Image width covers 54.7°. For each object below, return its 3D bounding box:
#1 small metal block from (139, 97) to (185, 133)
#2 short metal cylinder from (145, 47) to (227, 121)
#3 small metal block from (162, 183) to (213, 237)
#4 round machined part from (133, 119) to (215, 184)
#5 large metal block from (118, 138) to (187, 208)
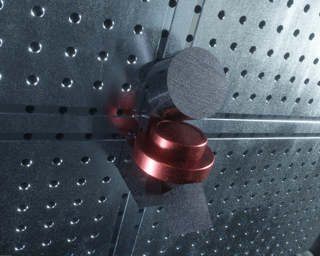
[{"bbox_3d":[0.005,-0.022,0.401,0.050,0.025,0.050,1,118,-29],"label":"small metal block"},{"bbox_3d":[0.030,-0.049,0.361,0.081,0.050,0.080,1,88,-29],"label":"short metal cylinder"},{"bbox_3d":[0.029,0.094,0.353,0.025,0.050,0.050,1,156,-30],"label":"small metal block"},{"bbox_3d":[0.019,0.022,0.376,0.099,0.098,0.042,1,118,-29],"label":"round machined part"},{"bbox_3d":[-0.001,0.055,0.410,0.081,0.080,0.050,1,118,-29],"label":"large metal block"}]
